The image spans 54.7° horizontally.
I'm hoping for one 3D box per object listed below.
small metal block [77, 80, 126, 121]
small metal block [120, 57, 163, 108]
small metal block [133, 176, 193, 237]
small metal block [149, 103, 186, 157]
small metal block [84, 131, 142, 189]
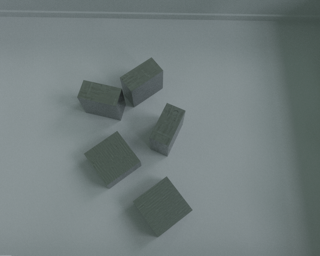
[{"bbox_3d":[-0.075,-0.035,0.408,0.050,0.050,0.025,13,71,4],"label":"small metal block"},{"bbox_3d":[-0.023,-0.060,0.418,0.050,0.050,0.025,-35,74,-12],"label":"small metal block"},{"bbox_3d":[0.003,0.095,0.375,0.050,0.025,0.050,-35,74,-12],"label":"small metal block"},{"bbox_3d":[0.009,0.003,0.395,0.025,0.050,0.050,24,72,8],"label":"small metal block"},{"bbox_3d":[-0.059,0.041,0.394,0.050,0.025,0.050,-36,74,-12],"label":"small metal block"}]
